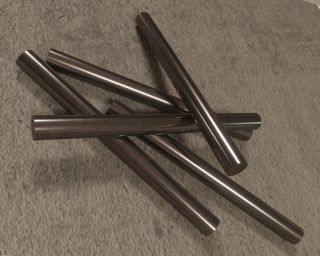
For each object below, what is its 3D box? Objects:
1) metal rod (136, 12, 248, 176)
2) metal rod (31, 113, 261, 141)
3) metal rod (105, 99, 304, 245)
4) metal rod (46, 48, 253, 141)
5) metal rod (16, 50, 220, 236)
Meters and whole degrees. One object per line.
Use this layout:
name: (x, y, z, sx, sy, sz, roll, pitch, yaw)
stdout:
metal rod: (0.027, -0.066, 0.413, 0.025, 0.025, 0.299, -3, 48, -30)
metal rod: (0.007, -0.005, 0.378, 0.303, 0.025, 0.025, -2, 63, -30)
metal rod: (0.061, 0.059, 0.402, 0.301, 0.025, 0.025, 35, 51, -6)
metal rod: (-0.002, -0.039, 0.427, 0.302, 0.025, 0.025, 19, 54, -17)
metal rod: (-0.049, 0.017, 0.367, 0.300, 0.025, 0.025, 42, 51, 0)
